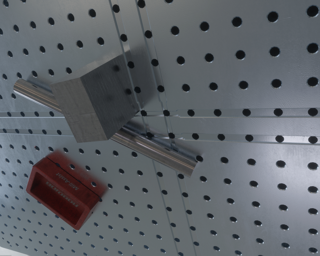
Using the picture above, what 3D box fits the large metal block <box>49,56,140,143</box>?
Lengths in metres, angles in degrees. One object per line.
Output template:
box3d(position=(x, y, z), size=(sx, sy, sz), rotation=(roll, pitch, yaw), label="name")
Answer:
box3d(position=(-0.079, -0.037, 0.394), size=(0.050, 0.080, 0.080), rotation=(-6, 115, 31), label="large metal block")

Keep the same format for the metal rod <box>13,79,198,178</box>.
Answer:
box3d(position=(-0.087, -0.004, 0.454), size=(0.301, 0.025, 0.025), rotation=(25, 127, 12), label="metal rod")

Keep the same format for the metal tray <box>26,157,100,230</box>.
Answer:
box3d(position=(-0.185, 0.125, 0.582), size=(0.130, 0.030, 0.089), rotation=(36, 129, 4), label="metal tray")
